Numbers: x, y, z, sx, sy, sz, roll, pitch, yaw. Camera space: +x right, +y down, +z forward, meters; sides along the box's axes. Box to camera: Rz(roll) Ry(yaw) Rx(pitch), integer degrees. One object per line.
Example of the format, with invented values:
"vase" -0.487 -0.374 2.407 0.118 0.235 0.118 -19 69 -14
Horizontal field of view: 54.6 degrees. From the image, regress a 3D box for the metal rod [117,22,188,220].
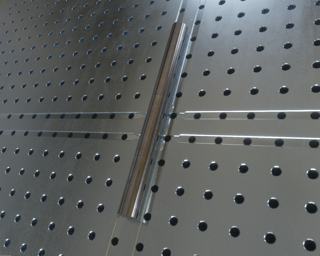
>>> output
"metal rod" -0.004 -0.027 0.428 0.025 0.025 0.300 1 62 28
